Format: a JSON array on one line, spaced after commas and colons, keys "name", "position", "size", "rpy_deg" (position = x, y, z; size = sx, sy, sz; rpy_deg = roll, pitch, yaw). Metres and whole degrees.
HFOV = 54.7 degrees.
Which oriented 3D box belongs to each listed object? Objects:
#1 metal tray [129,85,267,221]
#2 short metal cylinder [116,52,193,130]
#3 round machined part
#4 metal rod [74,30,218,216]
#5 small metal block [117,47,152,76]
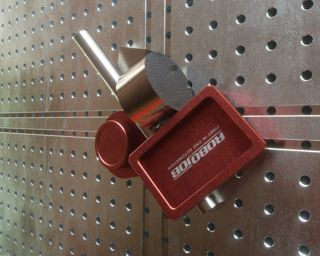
[{"name": "metal tray", "position": [0.039, 0.028, 0.345], "size": [0.130, 0.030, 0.090], "rpy_deg": [-42, 71, 14]}, {"name": "short metal cylinder", "position": [-0.006, -0.045, 0.376], "size": [0.050, 0.081, 0.080], "rpy_deg": [-31, 71, 35]}, {"name": "round machined part", "position": [-0.055, 0.023, 0.440], "size": [0.098, 0.042, 0.097], "rpy_deg": [0, 90, 39]}, {"name": "metal rod", "position": [-0.027, -0.018, 0.408], "size": [0.025, 0.025, 0.299], "rpy_deg": [-47, 70, 29]}, {"name": "small metal block", "position": [-0.034, -0.085, 0.436], "size": [0.050, 0.025, 0.050], "rpy_deg": [17, 101, 38]}]
